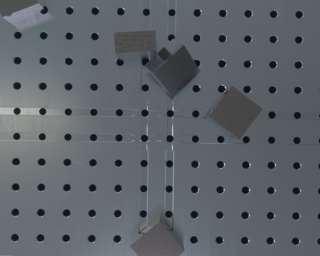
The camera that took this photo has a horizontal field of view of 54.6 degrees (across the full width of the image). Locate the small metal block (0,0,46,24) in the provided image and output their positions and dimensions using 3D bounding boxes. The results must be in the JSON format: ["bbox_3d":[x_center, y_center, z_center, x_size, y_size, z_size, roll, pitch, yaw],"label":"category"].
[{"bbox_3d":[-0.189,-0.175,0.412,0.050,0.025,0.050,-21,90,0],"label":"small metal block"}]

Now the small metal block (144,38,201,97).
[{"bbox_3d":[0.017,-0.077,0.399,0.050,0.025,0.050,-43,135,0],"label":"small metal block"}]

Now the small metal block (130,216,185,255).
[{"bbox_3d":[-0.003,0.156,0.413,0.050,0.025,0.050,-40,90,0],"label":"small metal block"}]

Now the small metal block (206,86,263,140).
[{"bbox_3d":[0.098,-0.020,0.414,0.050,0.025,0.050,37,90,0],"label":"small metal block"}]

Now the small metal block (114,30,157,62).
[{"bbox_3d":[-0.030,-0.105,0.401,0.050,0.050,0.025,-3,90,0],"label":"small metal block"}]
